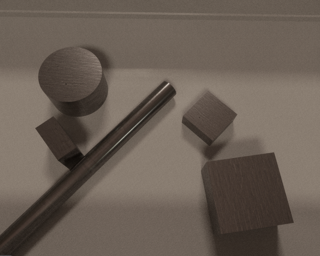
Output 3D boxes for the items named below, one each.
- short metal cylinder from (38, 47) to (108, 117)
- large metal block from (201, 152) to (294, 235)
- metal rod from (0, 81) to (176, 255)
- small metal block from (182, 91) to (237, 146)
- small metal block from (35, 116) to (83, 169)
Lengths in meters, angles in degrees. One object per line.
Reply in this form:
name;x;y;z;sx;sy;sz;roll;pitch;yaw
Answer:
short metal cylinder;-0.114;-0.061;0.417;0.081;0.050;0.080;0;70;0
large metal block;0.099;0.079;0.369;0.081;0.050;0.080;-8;70;-3
metal rod;-0.090;0.047;0.391;0.025;0.025;0.301;42;75;13
small metal block;0.066;-0.013;0.415;0.050;0.025;0.050;42;75;13
small metal block;-0.123;0.020;0.388;0.025;0.050;0.050;-37;74;-12
